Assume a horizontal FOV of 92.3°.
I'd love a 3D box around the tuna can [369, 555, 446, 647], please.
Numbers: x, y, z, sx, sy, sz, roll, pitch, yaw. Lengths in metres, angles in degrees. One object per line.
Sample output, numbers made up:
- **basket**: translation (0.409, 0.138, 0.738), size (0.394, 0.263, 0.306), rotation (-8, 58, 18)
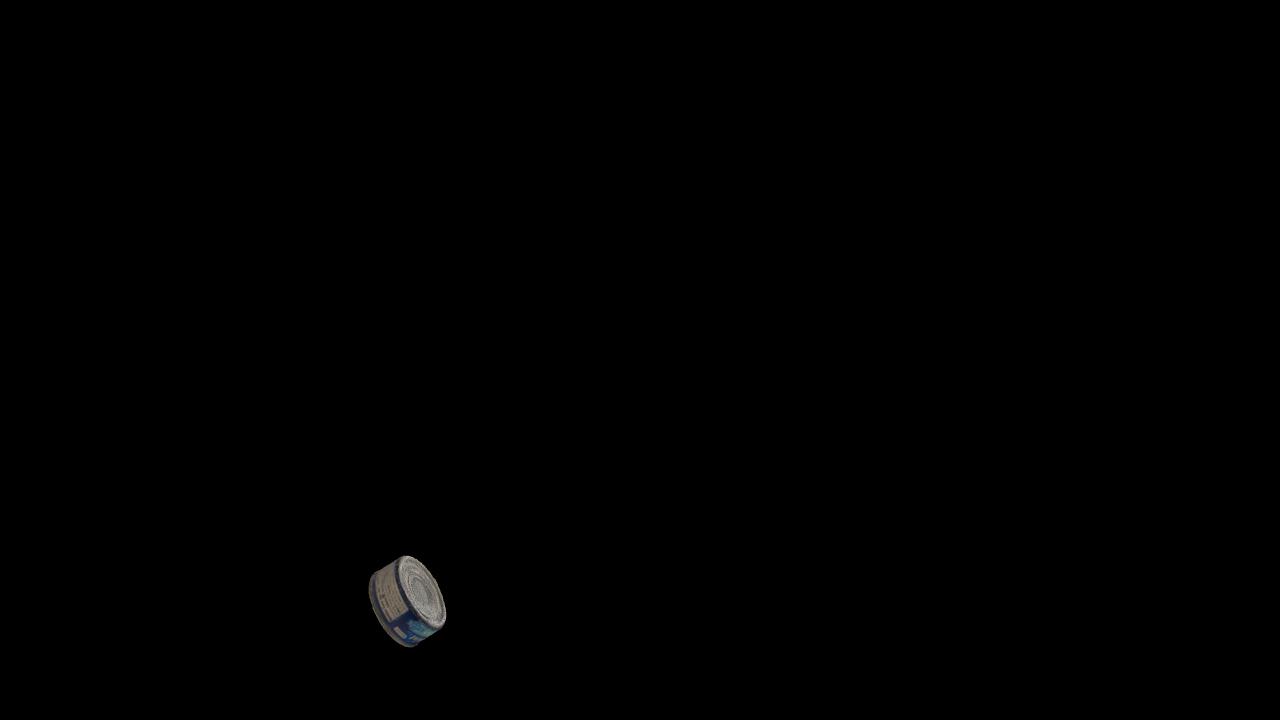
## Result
- **tuna can**: translation (-0.232, 0.241, 0.620), size (0.034, 0.084, 0.084), rotation (-32, 3, -5)
